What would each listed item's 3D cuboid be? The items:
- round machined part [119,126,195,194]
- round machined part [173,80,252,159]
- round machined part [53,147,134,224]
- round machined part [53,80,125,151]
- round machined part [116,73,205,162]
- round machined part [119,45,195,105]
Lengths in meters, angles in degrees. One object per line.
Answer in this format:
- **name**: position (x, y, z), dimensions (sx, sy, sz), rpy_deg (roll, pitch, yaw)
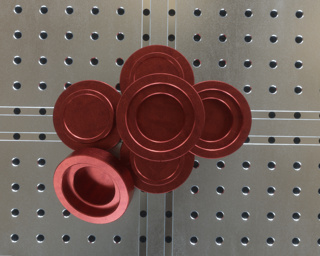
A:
- **round machined part**: position (-0.004, 0.038, 0.404), dimensions (0.099, 0.042, 0.097), rpy_deg (0, 90, 0)
- **round machined part**: position (0.065, -0.011, 0.405), dimensions (0.099, 0.042, 0.097), rpy_deg (0, 90, 0)
- **round machined part**: position (-0.079, 0.068, 0.391), dimensions (0.098, 0.042, 0.097), rpy_deg (5, 113, 13)
- **round machined part**: position (-0.091, -0.014, 0.404), dimensions (0.099, 0.042, 0.097), rpy_deg (0, 90, 0)
- **round machined part**: position (0.001, -0.012, 0.362), dimensions (0.099, 0.042, 0.097), rpy_deg (0, 90, 0)
- **round machined part**: position (-0.004, -0.060, 0.405), dimensions (0.099, 0.042, 0.097), rpy_deg (0, 90, 0)
